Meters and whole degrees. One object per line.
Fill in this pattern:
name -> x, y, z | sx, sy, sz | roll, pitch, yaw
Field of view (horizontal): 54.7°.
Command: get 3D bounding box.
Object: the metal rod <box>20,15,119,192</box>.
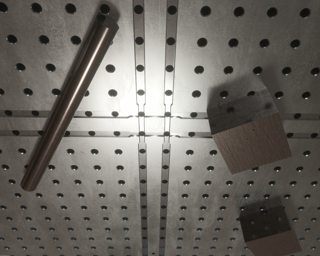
metal rod -> -0.129, -0.010, 0.401 | 0.025, 0.025, 0.298 | 24, 126, -19

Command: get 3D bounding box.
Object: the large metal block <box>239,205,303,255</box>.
large metal block -> 0.201, 0.193, 0.563 | 0.080, 0.050, 0.080 | -23, 127, 18

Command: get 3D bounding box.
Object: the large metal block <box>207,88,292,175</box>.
large metal block -> 0.116, 0.006, 0.403 | 0.080, 0.050, 0.080 | -21, 128, 16
